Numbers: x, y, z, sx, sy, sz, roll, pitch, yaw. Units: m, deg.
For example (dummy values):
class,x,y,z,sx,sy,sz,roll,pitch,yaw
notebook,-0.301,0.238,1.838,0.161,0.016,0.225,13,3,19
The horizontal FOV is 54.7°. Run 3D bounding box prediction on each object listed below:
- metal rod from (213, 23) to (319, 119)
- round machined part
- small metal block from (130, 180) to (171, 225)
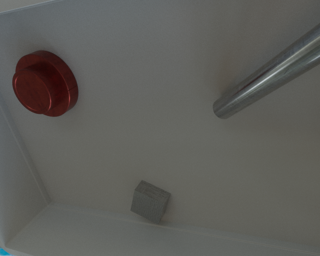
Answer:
class,x,y,z,sx,sy,sz,roll,pitch,yaw
metal rod,0.116,-0.061,0.222,0.025,0.025,0.299,43,157,-2
round machined part,-0.172,-0.059,0.450,0.098,0.042,0.097,13,124,20
small metal block,-0.015,0.117,0.488,0.050,0.025,0.050,23,127,14
